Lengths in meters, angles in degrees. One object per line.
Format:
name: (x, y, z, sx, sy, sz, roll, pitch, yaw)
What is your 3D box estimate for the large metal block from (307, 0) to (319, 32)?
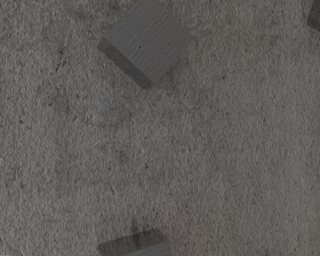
large metal block: (0.299, -0.195, 0.506, 0.080, 0.050, 0.080, 21, 83, -19)

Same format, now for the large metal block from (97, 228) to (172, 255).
large metal block: (-0.027, 0.181, 0.386, 0.081, 0.050, 0.080, -10, 94, -20)

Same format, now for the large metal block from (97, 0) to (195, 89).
large metal block: (-0.018, -0.107, 0.389, 0.080, 0.050, 0.080, 42, 77, -15)
